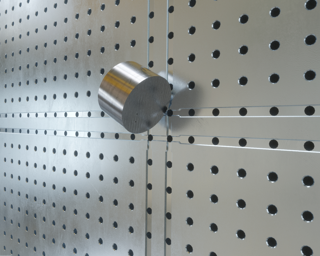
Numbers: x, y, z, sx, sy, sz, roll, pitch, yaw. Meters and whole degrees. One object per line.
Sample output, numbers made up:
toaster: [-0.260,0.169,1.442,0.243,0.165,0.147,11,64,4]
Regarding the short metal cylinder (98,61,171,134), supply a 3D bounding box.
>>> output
short metal cylinder: [-0.032,-0.040,0.401,0.050,0.081,0.080,35,112,34]
